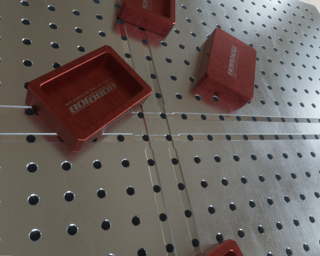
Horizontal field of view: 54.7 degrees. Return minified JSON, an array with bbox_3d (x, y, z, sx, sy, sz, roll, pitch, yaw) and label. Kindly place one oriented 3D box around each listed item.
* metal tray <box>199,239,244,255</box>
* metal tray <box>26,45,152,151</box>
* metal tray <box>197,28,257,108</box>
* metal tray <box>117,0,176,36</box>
[{"bbox_3d":[0.049,0.186,0.318,0.131,0.030,0.090,-18,71,-35],"label":"metal tray"},{"bbox_3d":[-0.083,-0.042,0.386,0.090,0.030,0.131,46,51,4],"label":"metal tray"},{"bbox_3d":[0.119,-0.107,0.537,0.090,0.030,0.130,26,52,-13],"label":"metal tray"},{"bbox_3d":[-0.020,-0.226,0.533,0.091,0.030,0.130,15,55,-20],"label":"metal tray"}]
